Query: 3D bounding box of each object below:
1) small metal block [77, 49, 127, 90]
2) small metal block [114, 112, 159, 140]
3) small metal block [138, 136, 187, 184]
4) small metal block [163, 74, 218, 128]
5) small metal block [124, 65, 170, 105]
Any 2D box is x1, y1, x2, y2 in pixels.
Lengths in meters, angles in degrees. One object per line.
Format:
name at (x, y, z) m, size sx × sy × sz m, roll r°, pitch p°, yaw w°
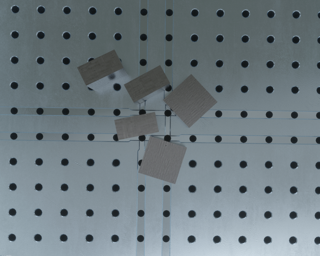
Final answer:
small metal block at (-0.072, -0.073, 0.400) m, size 0.050 × 0.050 × 0.025 m, roll -26°, pitch 90°, yaw 0°
small metal block at (-0.028, -0.003, 0.401) m, size 0.050 × 0.050 × 0.025 m, roll -11°, pitch 90°, yaw 0°
small metal block at (0.003, 0.042, 0.414) m, size 0.050 × 0.025 × 0.050 m, roll 18°, pitch 90°, yaw -1°
small metal block at (0.039, -0.035, 0.414) m, size 0.050 × 0.025 × 0.050 m, roll -43°, pitch 91°, yaw 0°
small metal block at (-0.016, -0.054, 0.401) m, size 0.050 × 0.050 × 0.025 m, roll -29°, pitch 90°, yaw 0°
